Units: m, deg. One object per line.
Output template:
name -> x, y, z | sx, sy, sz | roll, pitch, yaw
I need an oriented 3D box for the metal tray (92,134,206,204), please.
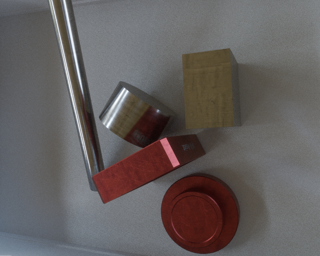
metal tray -> -0.005, 0.042, 0.356 | 0.090, 0.130, 0.030 | -29, 81, 17

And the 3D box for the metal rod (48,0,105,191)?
metal rod -> -0.101, -0.052, 0.381 | 0.025, 0.025, 0.298 | 3, 116, 19

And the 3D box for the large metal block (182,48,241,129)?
large metal block -> 0.063, -0.040, 0.359 | 0.050, 0.080, 0.079 | -3, 89, 20

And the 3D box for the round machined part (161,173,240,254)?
round machined part -> 0.047, 0.108, 0.384 | 0.098, 0.042, 0.097 | 0, 90, 19

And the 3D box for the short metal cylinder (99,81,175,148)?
short metal cylinder -> -0.029, -0.017, 0.390 | 0.080, 0.080, 0.050 | 35, 101, 16
